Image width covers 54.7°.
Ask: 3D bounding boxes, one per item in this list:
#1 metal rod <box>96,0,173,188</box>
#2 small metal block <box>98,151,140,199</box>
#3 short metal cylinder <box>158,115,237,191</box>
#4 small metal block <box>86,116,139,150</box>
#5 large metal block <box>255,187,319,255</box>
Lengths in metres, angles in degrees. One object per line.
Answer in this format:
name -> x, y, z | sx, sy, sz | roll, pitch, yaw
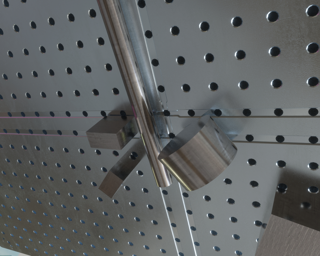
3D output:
metal rod -> -0.031, -0.051, 0.396 | 0.025, 0.025, 0.298 | -2, 118, 29
small metal block -> -0.062, 0.071, 0.472 | 0.025, 0.050, 0.050 | 37, 129, 3
short metal cylinder -> 0.044, 0.029, 0.370 | 0.050, 0.080, 0.080 | 49, 129, -7
small metal block -> -0.066, 0.005, 0.433 | 0.050, 0.050, 0.025 | 2, 119, 27
large metal block -> 0.172, 0.132, 0.385 | 0.080, 0.050, 0.079 | 17, 125, 18
